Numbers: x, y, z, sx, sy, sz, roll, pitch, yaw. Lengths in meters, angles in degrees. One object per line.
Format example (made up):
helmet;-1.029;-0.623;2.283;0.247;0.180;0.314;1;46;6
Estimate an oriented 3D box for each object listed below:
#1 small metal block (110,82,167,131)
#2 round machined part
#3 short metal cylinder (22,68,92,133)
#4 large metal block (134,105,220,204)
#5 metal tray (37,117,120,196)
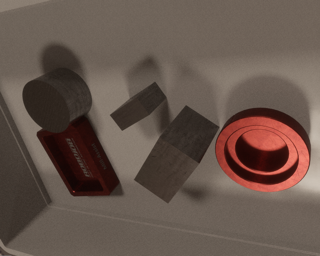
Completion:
small metal block;-0.027;-0.027;0.388;0.050;0.050;0.025;-28;103;37
round machined part;0.116;0.020;0.349;0.098;0.042;0.097;13;124;20
short metal cylinder;-0.146;-0.040;0.442;0.080;0.050;0.079;13;124;20
large metal block;0.021;0.031;0.380;0.050;0.080;0.079;34;129;5
metal tray;-0.132;0.050;0.503;0.090;0.030;0.129;-9;114;32
